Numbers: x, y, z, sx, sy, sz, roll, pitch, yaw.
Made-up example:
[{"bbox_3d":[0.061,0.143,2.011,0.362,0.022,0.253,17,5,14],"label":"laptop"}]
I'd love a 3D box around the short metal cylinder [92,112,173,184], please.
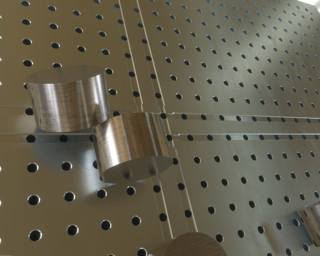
[{"bbox_3d":[-0.031,0.024,0.343,0.081,0.080,0.050,-1,63,-29],"label":"short metal cylinder"}]

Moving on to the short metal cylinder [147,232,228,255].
[{"bbox_3d":[0.027,0.152,0.315,0.081,0.050,0.080,14,56,-21],"label":"short metal cylinder"}]

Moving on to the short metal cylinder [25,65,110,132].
[{"bbox_3d":[-0.097,-0.035,0.335,0.080,0.050,0.080,-3,23,2],"label":"short metal cylinder"}]

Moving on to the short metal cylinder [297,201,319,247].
[{"bbox_3d":[0.241,0.125,0.429,0.081,0.080,0.050,-9,67,-32],"label":"short metal cylinder"}]
